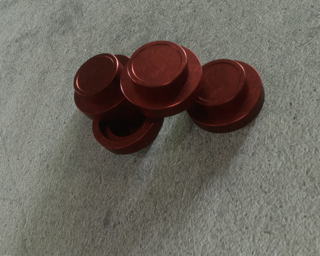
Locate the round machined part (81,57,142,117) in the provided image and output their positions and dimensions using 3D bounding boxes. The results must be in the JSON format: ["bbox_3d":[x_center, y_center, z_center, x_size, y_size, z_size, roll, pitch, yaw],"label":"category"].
[{"bbox_3d":[-0.082,-0.070,0.477,0.098,0.042,0.098,-13,56,20],"label":"round machined part"}]

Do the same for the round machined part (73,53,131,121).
[{"bbox_3d":[-0.075,-0.061,0.415,0.098,0.042,0.098,-13,56,20],"label":"round machined part"}]

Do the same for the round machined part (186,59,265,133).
[{"bbox_3d":[0.075,-0.046,0.382,0.098,0.042,0.098,-13,56,20],"label":"round machined part"}]

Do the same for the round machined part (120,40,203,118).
[{"bbox_3d":[0.000,-0.064,0.365,0.098,0.042,0.098,-5,60,10],"label":"round machined part"}]

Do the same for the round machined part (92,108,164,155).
[{"bbox_3d":[-0.038,-0.008,0.418,0.098,0.042,0.098,-13,56,20],"label":"round machined part"}]
